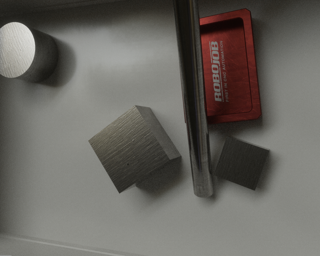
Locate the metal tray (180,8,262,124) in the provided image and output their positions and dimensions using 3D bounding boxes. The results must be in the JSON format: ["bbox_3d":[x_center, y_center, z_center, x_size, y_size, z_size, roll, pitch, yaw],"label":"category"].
[{"bbox_3d":[0.072,-0.070,0.381,0.090,0.030,0.129,-6,88,19],"label":"metal tray"}]

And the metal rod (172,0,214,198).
[{"bbox_3d":[0.035,-0.054,0.333,0.025,0.025,0.298,0,115,20],"label":"metal rod"}]

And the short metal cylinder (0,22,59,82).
[{"bbox_3d":[-0.203,-0.112,0.467,0.080,0.050,0.079,0,90,19],"label":"short metal cylinder"}]

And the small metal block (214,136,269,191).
[{"bbox_3d":[0.099,0.041,0.375,0.050,0.025,0.050,19,96,18],"label":"small metal block"}]

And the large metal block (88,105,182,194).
[{"bbox_3d":[-0.032,0.027,0.408,0.080,0.050,0.080,-36,79,16],"label":"large metal block"}]
